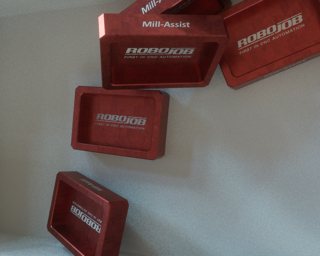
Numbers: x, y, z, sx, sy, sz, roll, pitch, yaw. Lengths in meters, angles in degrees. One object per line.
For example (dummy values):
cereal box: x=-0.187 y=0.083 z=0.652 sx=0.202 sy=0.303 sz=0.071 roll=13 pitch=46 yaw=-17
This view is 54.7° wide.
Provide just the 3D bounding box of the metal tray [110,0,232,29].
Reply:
metal tray: x=0.016 y=-0.137 z=0.370 sx=0.130 sy=0.090 sz=0.030 roll=-29 pitch=80 yaw=17

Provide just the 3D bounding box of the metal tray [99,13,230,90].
metal tray: x=0.000 y=-0.082 z=0.345 sx=0.131 sy=0.090 sz=0.030 roll=-3 pitch=63 yaw=-10

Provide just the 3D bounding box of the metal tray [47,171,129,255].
metal tray: x=-0.102 y=0.119 z=0.417 sx=0.130 sy=0.030 sz=0.089 roll=16 pitch=96 yaw=43

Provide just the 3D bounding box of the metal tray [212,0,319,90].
metal tray: x=0.128 y=-0.110 z=0.362 sx=0.130 sy=0.030 sz=0.090 roll=-22 pitch=83 yaw=18

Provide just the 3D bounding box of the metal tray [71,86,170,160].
metal tray: x=-0.056 y=-0.009 z=0.427 sx=0.130 sy=0.030 sz=0.089 roll=6 pitch=92 yaw=19
